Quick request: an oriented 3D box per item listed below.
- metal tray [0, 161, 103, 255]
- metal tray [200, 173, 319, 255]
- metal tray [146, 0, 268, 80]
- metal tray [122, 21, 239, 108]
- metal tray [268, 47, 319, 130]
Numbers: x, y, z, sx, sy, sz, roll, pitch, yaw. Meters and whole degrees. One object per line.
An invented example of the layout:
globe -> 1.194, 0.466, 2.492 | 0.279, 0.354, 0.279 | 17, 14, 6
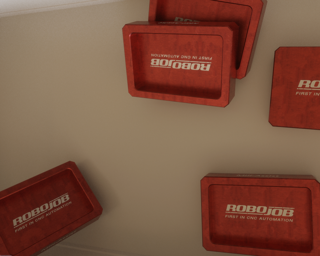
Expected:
metal tray -> -0.155, 0.110, 0.411 | 0.090, 0.131, 0.030 | 54, 145, 16
metal tray -> 0.116, 0.101, 0.366 | 0.130, 0.030, 0.089 | -2, 89, 20
metal tray -> 0.050, -0.118, 0.371 | 0.130, 0.030, 0.089 | 17, 121, 19
metal tray -> 0.022, -0.078, 0.367 | 0.130, 0.030, 0.089 | 9, 118, 23
metal tray -> 0.192, -0.041, 0.340 | 0.130, 0.030, 0.089 | 5, 92, 19
